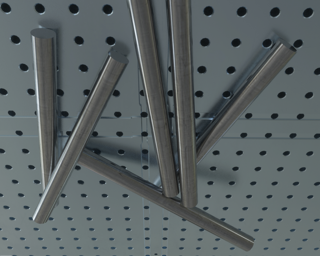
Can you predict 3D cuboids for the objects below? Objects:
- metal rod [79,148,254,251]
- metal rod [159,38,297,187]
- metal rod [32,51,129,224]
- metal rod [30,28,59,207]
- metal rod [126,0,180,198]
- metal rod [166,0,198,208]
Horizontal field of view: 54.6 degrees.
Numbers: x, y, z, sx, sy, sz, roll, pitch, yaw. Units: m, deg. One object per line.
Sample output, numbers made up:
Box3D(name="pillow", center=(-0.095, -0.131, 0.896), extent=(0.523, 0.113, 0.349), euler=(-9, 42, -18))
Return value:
Box3D(name="metal rod", center=(0.014, 0.112, 0.471), extent=(0.301, 0.025, 0.025), euler=(30, 125, -10))
Box3D(name="metal rod", center=(0.069, 0.011, 0.421), extent=(0.025, 0.025, 0.298), euler=(22, 127, -18))
Box3D(name="metal rod", center=(-0.117, 0.031, 0.416), extent=(0.025, 0.025, 0.298), euler=(23, 121, -18))
Box3D(name="metal rod", center=(-0.151, 0.012, 0.420), extent=(0.025, 0.025, 0.298), euler=(8, 130, -7))
Box3D(name="metal rod", center=(-0.004, -0.027, 0.372), extent=(0.025, 0.025, 0.298), euler=(-6, 125, 5))
Box3D(name="metal rod", center=(0.031, -0.013, 0.379), extent=(0.025, 0.025, 0.298), euler=(-4, 124, 3))
